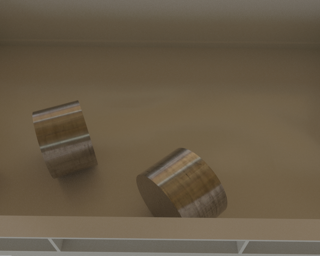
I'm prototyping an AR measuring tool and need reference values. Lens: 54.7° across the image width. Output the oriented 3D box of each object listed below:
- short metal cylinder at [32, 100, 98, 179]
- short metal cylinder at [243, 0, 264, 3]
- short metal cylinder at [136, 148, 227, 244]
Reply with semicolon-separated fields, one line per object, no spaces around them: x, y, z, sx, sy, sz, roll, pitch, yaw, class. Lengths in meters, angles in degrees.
-0.108;0.013;0.358;0.050;0.080;0.080;-17;52;-14;short metal cylinder
0.194;-0.305;0.630;0.080;0.080;0.050;10;51;8;short metal cylinder
0.020;0.067;0.313;0.050;0.080;0.080;-33;57;-24;short metal cylinder
